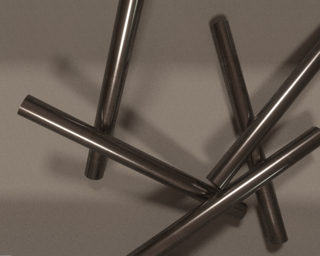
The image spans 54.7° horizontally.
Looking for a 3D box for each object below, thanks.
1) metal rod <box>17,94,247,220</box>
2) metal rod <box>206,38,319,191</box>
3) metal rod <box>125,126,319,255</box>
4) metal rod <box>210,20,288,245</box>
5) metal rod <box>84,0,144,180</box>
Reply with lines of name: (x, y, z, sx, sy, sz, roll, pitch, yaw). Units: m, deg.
metal rod: (-0.020, 0.043, 0.376, 0.301, 0.025, 0.025, 28, 90, -15)
metal rod: (0.163, -0.044, 0.395, 0.025, 0.025, 0.300, 41, 82, 0)
metal rod: (0.079, 0.088, 0.377, 0.301, 0.025, 0.025, -32, 90, -8)
metal rod: (0.118, 0.006, 0.413, 0.025, 0.025, 0.298, -15, 90, 0)
metal rod: (-0.048, -0.067, 0.348, 0.025, 0.025, 0.298, 17, 115, -1)
